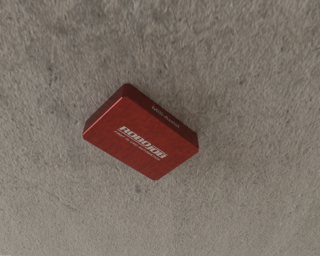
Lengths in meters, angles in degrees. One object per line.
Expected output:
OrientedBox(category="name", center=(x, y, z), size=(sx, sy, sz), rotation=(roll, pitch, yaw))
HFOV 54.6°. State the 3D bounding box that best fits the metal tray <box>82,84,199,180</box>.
OrientedBox(category="metal tray", center=(-0.023, 0.011, 0.413), size=(0.130, 0.030, 0.090), rotation=(35, 122, -27))
